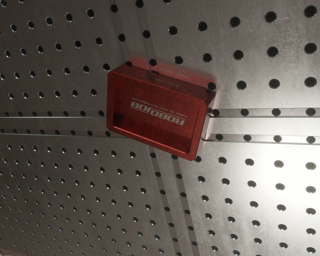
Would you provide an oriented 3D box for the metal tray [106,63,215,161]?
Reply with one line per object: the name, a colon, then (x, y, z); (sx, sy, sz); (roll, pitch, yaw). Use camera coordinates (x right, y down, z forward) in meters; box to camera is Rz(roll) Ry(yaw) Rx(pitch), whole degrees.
metal tray: (-0.004, -0.020, 0.396); (0.130, 0.030, 0.089); (20, 126, 16)
